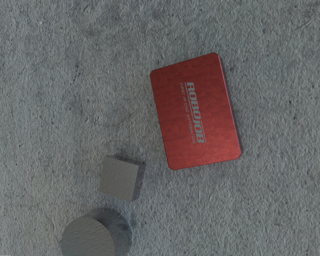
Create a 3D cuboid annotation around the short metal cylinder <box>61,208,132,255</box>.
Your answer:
[{"bbox_3d":[-0.086,0.156,0.425,0.080,0.050,0.079,0,90,19],"label":"short metal cylinder"}]

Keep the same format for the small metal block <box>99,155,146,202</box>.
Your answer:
[{"bbox_3d":[-0.052,0.068,0.426,0.050,0.025,0.050,14,94,19],"label":"small metal block"}]

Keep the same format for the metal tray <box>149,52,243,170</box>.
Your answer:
[{"bbox_3d":[0.045,-0.019,0.390,0.090,0.030,0.129,-13,86,19],"label":"metal tray"}]
